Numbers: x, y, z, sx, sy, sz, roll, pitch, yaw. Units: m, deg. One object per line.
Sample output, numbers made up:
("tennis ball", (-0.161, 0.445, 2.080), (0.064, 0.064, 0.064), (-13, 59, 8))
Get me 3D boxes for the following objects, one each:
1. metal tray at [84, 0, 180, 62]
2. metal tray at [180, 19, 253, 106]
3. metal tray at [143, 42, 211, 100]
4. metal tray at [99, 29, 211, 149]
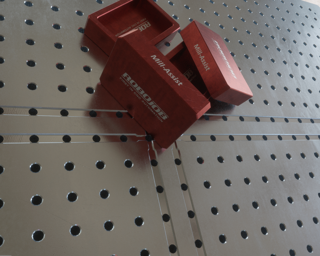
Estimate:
("metal tray", (-0.039, -0.153, 0.476), (0.090, 0.030, 0.131), (43, 51, 1))
("metal tray", (0.090, -0.102, 0.493), (0.091, 0.030, 0.130), (6, 55, -51))
("metal tray", (0.033, -0.068, 0.463), (0.090, 0.030, 0.131), (42, 51, 0))
("metal tray", (-0.011, -0.045, 0.387), (0.130, 0.090, 0.030), (46, 51, 4))
